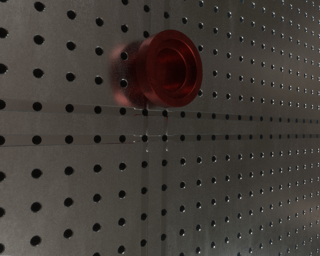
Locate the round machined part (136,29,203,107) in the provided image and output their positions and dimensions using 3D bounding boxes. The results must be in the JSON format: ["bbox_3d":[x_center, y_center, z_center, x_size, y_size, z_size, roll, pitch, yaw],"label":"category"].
[{"bbox_3d":[0.008,-0.075,0.406,0.099,0.042,0.097,0,90,-40],"label":"round machined part"}]
